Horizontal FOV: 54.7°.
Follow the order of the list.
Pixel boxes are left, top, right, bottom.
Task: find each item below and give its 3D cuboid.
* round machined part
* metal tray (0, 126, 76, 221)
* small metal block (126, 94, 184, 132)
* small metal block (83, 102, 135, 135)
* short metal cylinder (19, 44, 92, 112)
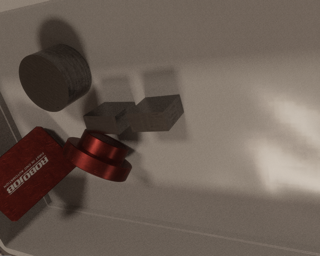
[{"bbox_3d":[-0.083,0.034,0.437,0.098,0.098,0.042,27,93,11],"label":"round machined part"},{"bbox_3d":[-0.212,0.071,0.499,0.090,0.130,0.030,48,167,-8],"label":"metal tray"},{"bbox_3d":[-0.005,-0.018,0.382,0.050,0.050,0.025,-2,117,29],"label":"small metal block"},{"bbox_3d":[-0.065,-0.014,0.415,0.050,0.050,0.025,2,117,27],"label":"small metal block"},{"bbox_3d":[-0.142,-0.068,0.423,0.080,0.050,0.079,13,124,20],"label":"short metal cylinder"}]
